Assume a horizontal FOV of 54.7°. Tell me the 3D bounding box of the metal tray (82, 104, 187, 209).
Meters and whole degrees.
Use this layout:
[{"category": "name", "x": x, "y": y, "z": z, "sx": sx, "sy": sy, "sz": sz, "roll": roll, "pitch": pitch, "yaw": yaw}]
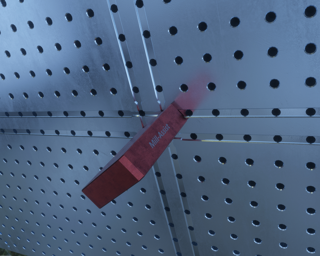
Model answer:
[{"category": "metal tray", "x": -0.027, "y": 0.030, "z": 0.375, "sx": 0.030, "sy": 0.131, "sz": 0.090, "roll": 47, "pitch": 129, "yaw": -4}]
